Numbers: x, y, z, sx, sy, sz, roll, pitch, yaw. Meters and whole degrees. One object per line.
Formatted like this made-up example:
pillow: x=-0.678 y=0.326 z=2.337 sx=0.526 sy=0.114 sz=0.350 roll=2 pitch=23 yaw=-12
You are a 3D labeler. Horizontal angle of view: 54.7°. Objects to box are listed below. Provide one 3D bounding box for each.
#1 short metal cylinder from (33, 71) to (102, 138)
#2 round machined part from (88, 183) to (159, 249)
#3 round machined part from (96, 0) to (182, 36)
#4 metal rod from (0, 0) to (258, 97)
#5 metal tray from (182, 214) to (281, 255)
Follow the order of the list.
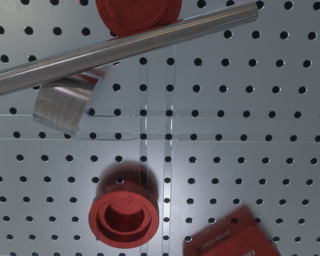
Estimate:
short metal cylinder: x=-0.109 y=-0.035 z=0.370 sx=0.050 sy=0.080 sz=0.079 roll=22 pitch=109 yaw=-8
round machined part: x=-0.050 y=0.122 z=0.449 sx=0.099 sy=0.042 sz=0.097 roll=0 pitch=110 yaw=0
round machined part: x=-0.024 y=-0.147 z=0.350 sx=0.099 sy=0.042 sz=0.097 roll=0 pitch=110 yaw=0
metal rod: x=-0.031 y=-0.089 z=0.336 sx=0.302 sy=0.025 sz=0.025 roll=-19 pitch=110 yaw=-11
metal tray: x=0.113 y=0.204 z=0.487 sx=0.130 sy=0.030 sz=0.090 roll=-35 pitch=107 yaw=11
